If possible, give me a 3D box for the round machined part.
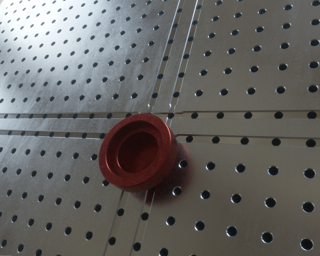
[{"bbox_3d":[-0.024,0.034,0.388,0.098,0.042,0.098,-13,56,20],"label":"round machined part"}]
